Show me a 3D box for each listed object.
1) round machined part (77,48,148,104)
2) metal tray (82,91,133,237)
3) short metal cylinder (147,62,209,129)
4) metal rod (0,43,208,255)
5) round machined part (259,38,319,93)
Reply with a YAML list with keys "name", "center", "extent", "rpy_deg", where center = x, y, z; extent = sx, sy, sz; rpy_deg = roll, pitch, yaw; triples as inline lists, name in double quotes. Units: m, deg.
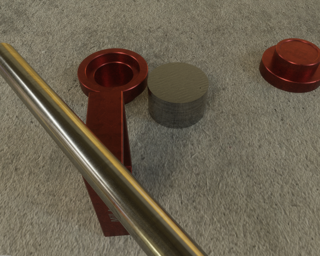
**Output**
- name: "round machined part"
  center: [-0.066, -0.070, 0.450]
  extent: [0.099, 0.042, 0.098]
  rpy_deg: [0, 50, 0]
- name: "metal tray"
  center: [-0.046, 0.039, 0.302]
  extent: [0.030, 0.129, 0.090]
  rpy_deg: [-3, 50, -3]
- name: "short metal cylinder"
  center: [0.024, -0.045, 0.426]
  extent: [0.081, 0.050, 0.080]
  rpy_deg: [0, 50, 0]
- name: "metal rod"
  center: [-0.050, 0.019, 0.217]
  extent: [0.025, 0.025, 0.300]
  rpy_deg: [-33, 58, -25]
- name: "round machined part"
  center: [0.210, -0.103, 0.482]
  extent: [0.099, 0.042, 0.098]
  rpy_deg: [0, 50, 0]
